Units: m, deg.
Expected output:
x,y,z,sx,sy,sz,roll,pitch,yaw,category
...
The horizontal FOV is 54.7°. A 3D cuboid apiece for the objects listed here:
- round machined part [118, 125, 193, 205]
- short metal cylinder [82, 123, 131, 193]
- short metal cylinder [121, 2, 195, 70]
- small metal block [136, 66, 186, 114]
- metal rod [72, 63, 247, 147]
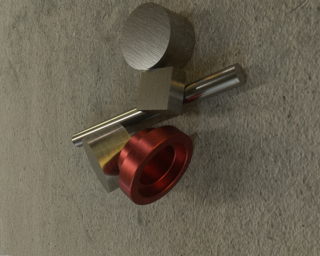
x,y,z,sx,sy,sz,roll,pitch,yaw,category
-0.010,0.039,0.365,0.042,0.099,0.097,36,112,34,round machined part
-0.063,0.040,0.417,0.080,0.050,0.080,49,154,34,short metal cylinder
-0.003,-0.110,0.391,0.080,0.050,0.079,0,90,40,short metal cylinder
0.001,-0.044,0.372,0.050,0.025,0.050,2,82,43,small metal block
-0.025,-0.019,0.425,0.299,0.025,0.025,-19,78,38,metal rod
